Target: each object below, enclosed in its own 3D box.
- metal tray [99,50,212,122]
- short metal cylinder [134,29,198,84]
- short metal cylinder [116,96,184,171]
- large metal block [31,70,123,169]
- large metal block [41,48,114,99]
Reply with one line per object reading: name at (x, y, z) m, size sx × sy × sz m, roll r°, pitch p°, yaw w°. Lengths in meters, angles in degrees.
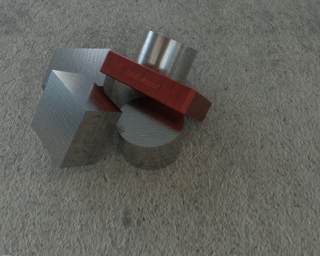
metal tray at (-0.004, -0.054, 0.409) m, size 0.130 × 0.090 × 0.030 m, roll 29°, pitch 96°, yaw 22°
short metal cylinder at (0.008, -0.103, 0.450) m, size 0.080 × 0.050 × 0.080 m, roll 22°, pitch 14°, yaw -5°
short metal cylinder at (-0.012, 0.006, 0.384) m, size 0.081 × 0.050 × 0.080 m, roll 0°, pitch 50°, yaw 0°
large metal block at (-0.102, -0.011, 0.368) m, size 0.050 × 0.080 × 0.080 m, roll 0°, pitch 38°, yaw -50°
large metal block at (-0.112, -0.069, 0.443) m, size 0.080 × 0.050 × 0.080 m, roll 1°, pitch 50°, yaw 0°
